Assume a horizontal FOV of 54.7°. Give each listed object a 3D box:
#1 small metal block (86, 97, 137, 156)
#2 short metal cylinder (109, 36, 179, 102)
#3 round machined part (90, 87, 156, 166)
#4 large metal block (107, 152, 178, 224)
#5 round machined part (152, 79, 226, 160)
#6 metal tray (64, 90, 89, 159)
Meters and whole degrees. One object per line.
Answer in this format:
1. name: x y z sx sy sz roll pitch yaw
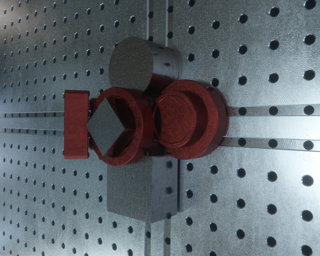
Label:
1. small metal block: -0.058 -0.001 0.377 0.050 0.025 0.050 -49 61 29
2. short metal cylinder: -0.022 -0.076 0.411 0.080 0.050 0.080 0 90 40
3. round machined part: -0.044 -0.002 0.397 0.098 0.042 0.097 0 90 40
4. large metal block: -0.024 0.072 0.410 0.080 0.050 0.080 1 91 40
5. round machined part: 0.026 -0.010 0.375 0.098 0.042 0.097 0 90 40
6. metal tray: -0.122 -0.006 0.460 0.130 0.030 0.089 -175 86 -77
